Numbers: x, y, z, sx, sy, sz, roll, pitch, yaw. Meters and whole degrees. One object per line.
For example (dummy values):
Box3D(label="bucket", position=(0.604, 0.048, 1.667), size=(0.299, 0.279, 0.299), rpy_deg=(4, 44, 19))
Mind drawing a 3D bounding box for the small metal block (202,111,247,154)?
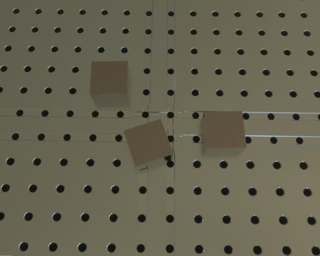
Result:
Box3D(label="small metal block", position=(0.084, 0.006, 0.410), size=(0.050, 0.025, 0.050), rpy_deg=(-1, 70, -1))

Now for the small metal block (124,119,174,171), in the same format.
Box3D(label="small metal block", position=(-0.015, 0.022, 0.404), size=(0.050, 0.025, 0.050), rpy_deg=(-18, 71, -7))

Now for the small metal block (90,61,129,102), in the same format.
Box3D(label="small metal block", position=(-0.070, -0.066, 0.435), size=(0.050, 0.025, 0.050), rpy_deg=(-1, 70, -1))
